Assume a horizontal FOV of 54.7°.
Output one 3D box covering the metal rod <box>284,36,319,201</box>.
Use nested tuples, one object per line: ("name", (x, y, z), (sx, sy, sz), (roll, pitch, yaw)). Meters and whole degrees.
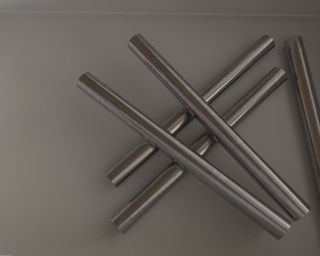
("metal rod", (0.205, 0.011, 0.406), (0.025, 0.025, 0.299), (-3, 70, -1))

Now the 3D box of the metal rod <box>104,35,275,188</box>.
("metal rod", (0.049, -0.030, 0.420), (0.301, 0.025, 0.025), (-41, 75, -14))

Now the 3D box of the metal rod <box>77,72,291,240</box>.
("metal rod", (0.019, 0.025, 0.372), (0.300, 0.025, 0.025), (37, 74, 12))

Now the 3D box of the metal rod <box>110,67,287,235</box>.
("metal rod", (0.059, 0.020, 0.402), (0.301, 0.025, 0.025), (-41, 75, -14))

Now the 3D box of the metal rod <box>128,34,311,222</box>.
("metal rod", (0.062, -0.011, 0.386), (0.025, 0.025, 0.300), (-38, 75, -13))
